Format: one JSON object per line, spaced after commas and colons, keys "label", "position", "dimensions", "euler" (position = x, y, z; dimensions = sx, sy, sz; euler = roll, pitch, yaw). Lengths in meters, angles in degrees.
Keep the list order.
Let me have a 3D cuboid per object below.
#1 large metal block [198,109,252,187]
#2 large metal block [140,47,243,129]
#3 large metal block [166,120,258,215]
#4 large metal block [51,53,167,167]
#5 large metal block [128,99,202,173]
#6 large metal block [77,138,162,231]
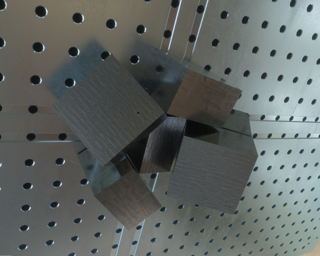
{"label": "large metal block", "position": [0.085, 0.022, 0.424], "dimensions": [0.050, 0.080, 0.079], "euler": [17, 114, 6]}
{"label": "large metal block", "position": [0.033, -0.047, 0.364], "dimensions": [0.081, 0.080, 0.050], "euler": [14, 111, -34]}
{"label": "large metal block", "position": [0.059, 0.044, 0.364], "dimensions": [0.080, 0.050, 0.079], "euler": [15, 114, 2]}
{"label": "large metal block", "position": [-0.050, -0.017, 0.329], "dimensions": [0.080, 0.080, 0.050], "euler": [-42, 174, 0]}
{"label": "large metal block", "position": [0.009, 0.010, 0.405], "dimensions": [0.081, 0.050, 0.079], "euler": [1, 118, -29]}
{"label": "large metal block", "position": [-0.051, 0.066, 0.386], "dimensions": [0.050, 0.080, 0.080], "euler": [-35, 130, -6]}
